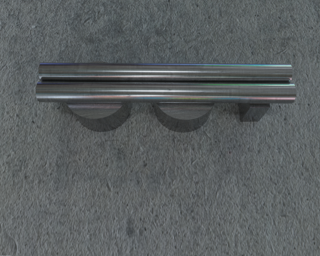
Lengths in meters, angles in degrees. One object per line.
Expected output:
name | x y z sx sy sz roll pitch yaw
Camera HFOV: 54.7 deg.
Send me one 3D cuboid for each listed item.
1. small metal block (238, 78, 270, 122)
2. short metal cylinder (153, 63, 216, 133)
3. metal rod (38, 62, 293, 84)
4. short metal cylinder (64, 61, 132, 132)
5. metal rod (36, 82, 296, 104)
small metal block | 0.122 -0.040 0.413 0.025 0.050 0.050 -1 70 -1
short metal cylinder | 0.031 -0.039 0.411 0.081 0.050 0.080 0 70 0
metal rod | 0.007 -0.067 0.380 0.302 0.025 0.025 0 70 0
short metal cylinder | -0.079 -0.040 0.409 0.081 0.050 0.080 0 70 0
metal rod | 0.007 -0.042 0.371 0.302 0.025 0.025 0 70 0
